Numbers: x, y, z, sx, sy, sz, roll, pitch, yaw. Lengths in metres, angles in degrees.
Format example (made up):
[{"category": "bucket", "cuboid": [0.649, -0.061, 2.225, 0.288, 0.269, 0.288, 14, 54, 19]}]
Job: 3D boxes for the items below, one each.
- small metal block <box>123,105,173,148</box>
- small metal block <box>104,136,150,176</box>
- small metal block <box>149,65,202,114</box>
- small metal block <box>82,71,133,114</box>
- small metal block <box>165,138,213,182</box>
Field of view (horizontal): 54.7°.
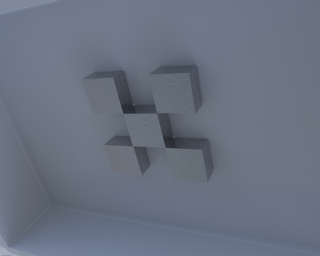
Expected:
[{"category": "small metal block", "cuboid": [-0.015, -0.002, 0.412, 0.050, 0.025, 0.050, 1, 119, 28]}, {"category": "small metal block", "cuboid": [-0.048, 0.041, 0.457, 0.050, 0.025, 0.050, 1, 119, 28]}, {"category": "small metal block", "cuboid": [0.019, -0.045, 0.368, 0.050, 0.025, 0.050, 2, 120, 27]}, {"category": "small metal block", "cuboid": [-0.070, -0.047, 0.414, 0.050, 0.025, 0.050, 2, 119, 27]}, {"category": "small metal block", "cuboid": [0.040, 0.042, 0.411, 0.050, 0.025, 0.050, 1, 119, 27]}]
